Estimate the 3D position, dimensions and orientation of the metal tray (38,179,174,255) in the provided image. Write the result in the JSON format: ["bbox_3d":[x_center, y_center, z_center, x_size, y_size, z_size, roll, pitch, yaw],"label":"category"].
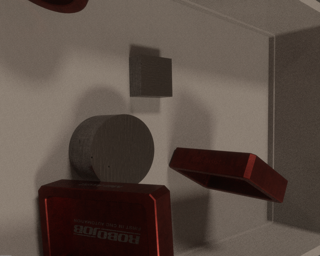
[{"bbox_3d":[-0.054,0.099,0.294,0.030,0.130,0.089,-10,98,-64],"label":"metal tray"}]

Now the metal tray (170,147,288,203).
[{"bbox_3d":[0.088,0.061,0.415,0.090,0.130,0.030,34,69,-35],"label":"metal tray"}]

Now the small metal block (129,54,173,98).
[{"bbox_3d":[-0.011,-0.065,0.399,0.050,0.025,0.050,-2,92,-40],"label":"small metal block"}]

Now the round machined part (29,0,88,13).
[{"bbox_3d":[-0.103,-0.151,0.273,0.098,0.098,0.042,31,71,-36],"label":"round machined part"}]

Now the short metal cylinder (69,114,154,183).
[{"bbox_3d":[-0.053,0.025,0.347,0.081,0.050,0.079,0,90,-40],"label":"short metal cylinder"}]
